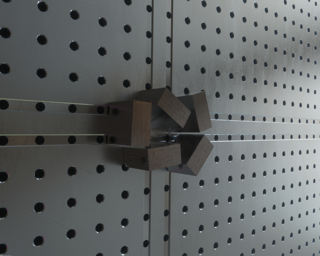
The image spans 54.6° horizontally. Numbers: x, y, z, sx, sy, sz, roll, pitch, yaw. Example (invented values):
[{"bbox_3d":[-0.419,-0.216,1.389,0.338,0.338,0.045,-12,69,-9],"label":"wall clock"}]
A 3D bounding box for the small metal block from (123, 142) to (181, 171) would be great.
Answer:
[{"bbox_3d":[-0.010,0.034,0.383,0.050,0.050,0.025,-7,94,-40],"label":"small metal block"}]

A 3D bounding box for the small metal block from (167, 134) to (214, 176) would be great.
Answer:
[{"bbox_3d":[0.037,0.035,0.422,0.025,0.050,0.050,50,61,-28],"label":"small metal block"}]

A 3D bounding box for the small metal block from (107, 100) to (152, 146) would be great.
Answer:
[{"bbox_3d":[-0.036,-0.005,0.361,0.025,0.050,0.050,5,88,-40],"label":"small metal block"}]

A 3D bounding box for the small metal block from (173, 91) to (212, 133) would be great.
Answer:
[{"bbox_3d":[0.040,-0.021,0.424,0.025,0.050,0.050,-21,103,-38],"label":"small metal block"}]

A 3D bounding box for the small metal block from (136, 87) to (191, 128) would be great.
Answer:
[{"bbox_3d":[0.002,-0.024,0.393,0.050,0.050,0.025,41,66,-33],"label":"small metal block"}]
